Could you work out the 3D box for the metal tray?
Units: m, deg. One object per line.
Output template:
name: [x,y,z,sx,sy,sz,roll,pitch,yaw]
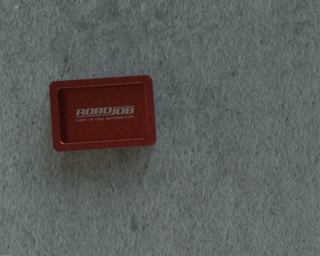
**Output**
metal tray: [-0.073,-0.019,0.406,0.131,0.030,0.090,-4,90,0]
